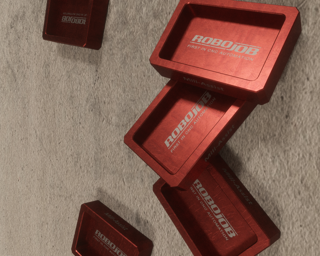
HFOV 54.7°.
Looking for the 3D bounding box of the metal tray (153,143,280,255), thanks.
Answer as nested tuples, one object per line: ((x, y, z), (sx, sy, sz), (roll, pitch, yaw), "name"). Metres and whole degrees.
((0.057, 0.092, 0.353), (0.090, 0.030, 0.130), (-50, 61, 28), "metal tray")

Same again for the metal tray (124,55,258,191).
((0.032, -0.008, 0.342), (0.090, 0.030, 0.130), (40, 91, 33), "metal tray")

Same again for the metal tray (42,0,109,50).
((-0.144, -0.184, 0.517), (0.130, 0.030, 0.089), (20, 102, 38), "metal tray")

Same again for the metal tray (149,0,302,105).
((0.063, -0.085, 0.320), (0.130, 0.030, 0.090), (22, 82, 32), "metal tray")

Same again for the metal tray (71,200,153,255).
((-0.076, 0.178, 0.461), (0.130, 0.030, 0.089), (24, 105, 37), "metal tray")
